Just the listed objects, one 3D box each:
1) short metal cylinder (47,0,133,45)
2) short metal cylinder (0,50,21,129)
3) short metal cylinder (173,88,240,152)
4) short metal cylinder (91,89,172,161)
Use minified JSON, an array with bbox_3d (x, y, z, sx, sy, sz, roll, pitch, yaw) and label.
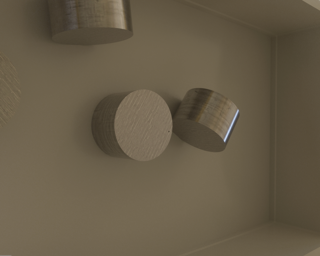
[{"bbox_3d":[-0.070,-0.117,0.312,0.081,0.080,0.050,-10,97,-40],"label":"short metal cylinder"},{"bbox_3d":[-0.164,-0.031,0.253,0.081,0.050,0.080,0,90,-40],"label":"short metal cylinder"},{"bbox_3d":[0.061,-0.009,0.421,0.080,0.080,0.050,43,64,-32],"label":"short metal cylinder"},{"bbox_3d":[-0.032,-0.003,0.363,0.081,0.050,0.080,0,90,-40],"label":"short metal cylinder"}]
